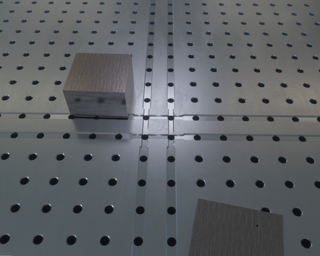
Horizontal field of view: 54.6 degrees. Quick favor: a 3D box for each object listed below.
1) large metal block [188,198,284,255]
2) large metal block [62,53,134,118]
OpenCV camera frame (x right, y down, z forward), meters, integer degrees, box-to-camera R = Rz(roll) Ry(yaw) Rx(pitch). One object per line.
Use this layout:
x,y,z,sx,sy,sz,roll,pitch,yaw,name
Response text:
0.067,0.121,0.290,0.080,0.050,0.080,10,51,8,large metal block
-0.083,-0.062,0.443,0.080,0.050,0.080,2,50,2,large metal block
